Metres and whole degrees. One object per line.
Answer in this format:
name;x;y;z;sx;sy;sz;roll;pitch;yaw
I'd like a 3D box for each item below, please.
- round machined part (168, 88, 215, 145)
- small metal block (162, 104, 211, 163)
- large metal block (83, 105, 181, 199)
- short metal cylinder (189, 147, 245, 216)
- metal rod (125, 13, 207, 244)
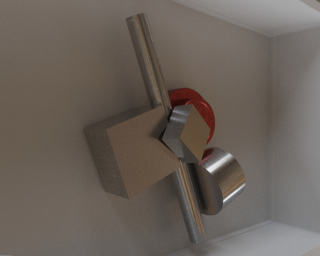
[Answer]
round machined part;0.038;-0.007;0.427;0.099;0.042;0.097;0;90;-40
small metal block;0.033;0.007;0.372;0.050;0.025;0.050;50;49;-37
large metal block;-0.030;0.024;0.361;0.081;0.050;0.080;-26;107;-37
short metal cylinder;0.069;0.073;0.430;0.050;0.080;0.080;-26;107;-37
metal rod;0.013;0.011;0.390;0.025;0.025;0.298;-26;107;-37
